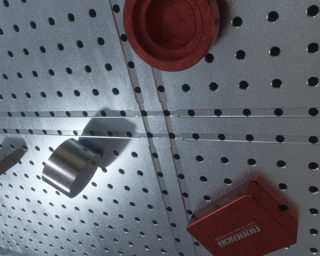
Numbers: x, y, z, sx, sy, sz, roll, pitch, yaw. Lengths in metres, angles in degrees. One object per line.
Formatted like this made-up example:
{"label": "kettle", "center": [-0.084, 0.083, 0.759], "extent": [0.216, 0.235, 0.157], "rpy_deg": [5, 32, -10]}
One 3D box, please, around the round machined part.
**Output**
{"label": "round machined part", "center": [0.014, -0.112, 0.323], "extent": [0.098, 0.042, 0.097], "rpy_deg": [13, 124, 21]}

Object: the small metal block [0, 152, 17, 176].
{"label": "small metal block", "center": [-0.323, 0.071, 0.610], "extent": [0.050, 0.050, 0.025], "rpy_deg": [2, 119, 27]}

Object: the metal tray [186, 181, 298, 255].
{"label": "metal tray", "center": [0.111, 0.140, 0.436], "extent": [0.090, 0.030, 0.129], "rpy_deg": [44, 129, -3]}

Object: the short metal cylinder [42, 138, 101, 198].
{"label": "short metal cylinder", "center": [-0.137, 0.063, 0.487], "extent": [0.050, 0.080, 0.079], "rpy_deg": [30, 128, 9]}
